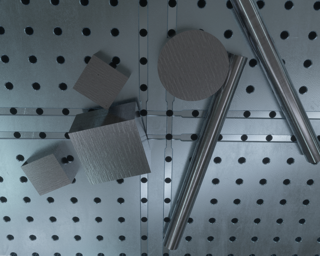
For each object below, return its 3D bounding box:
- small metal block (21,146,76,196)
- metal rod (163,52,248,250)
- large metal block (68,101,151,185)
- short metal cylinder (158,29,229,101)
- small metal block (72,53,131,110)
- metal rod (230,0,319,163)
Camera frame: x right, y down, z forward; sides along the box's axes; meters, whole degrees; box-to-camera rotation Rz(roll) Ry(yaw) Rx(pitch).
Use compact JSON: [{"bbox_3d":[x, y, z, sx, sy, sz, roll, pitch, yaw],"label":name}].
[{"bbox_3d":[-0.155,0.060,0.434,0.050,0.025,0.050,-23,109,8],"label":"small metal block"},{"bbox_3d":[0.056,0.045,0.430,0.025,0.025,0.298,14,109,-6],"label":"metal rod"},{"bbox_3d":[-0.060,0.020,0.400,0.080,0.050,0.080,-12,119,4],"label":"large metal block"},{"bbox_3d":[0.037,-0.077,0.372,0.081,0.050,0.079,0,110,0],"label":"short metal cylinder"},{"bbox_3d":[-0.073,-0.059,0.391,0.050,0.025,0.050,33,106,-11],"label":"small metal block"},{"bbox_3d":[0.139,-0.080,0.384,0.025,0.025,0.299,-29,108,10],"label":"metal rod"}]
